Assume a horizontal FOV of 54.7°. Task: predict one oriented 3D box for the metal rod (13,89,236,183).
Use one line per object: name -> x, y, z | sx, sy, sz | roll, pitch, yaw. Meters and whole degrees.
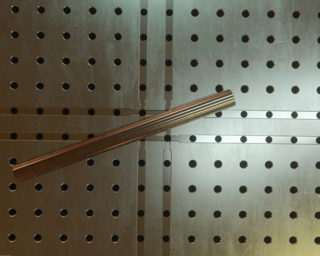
metal rod -> -0.046, 0.010, 0.412 | 0.302, 0.025, 0.025 | -20, 90, -1
